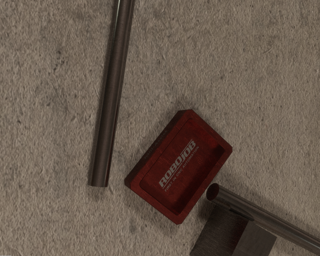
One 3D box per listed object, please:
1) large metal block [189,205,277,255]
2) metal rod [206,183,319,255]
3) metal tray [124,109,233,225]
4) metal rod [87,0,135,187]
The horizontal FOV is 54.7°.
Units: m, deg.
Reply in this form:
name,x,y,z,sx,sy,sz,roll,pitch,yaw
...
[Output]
name,x,y,z,sx,sy,sz,roll,pitch,yaw
large metal block,0.096,0.160,0.417,0.050,0.080,0.080,34,79,-17
metal rod,0.191,0.155,0.470,0.301,0.025,0.025,30,80,-22
metal tray,0.027,0.050,0.417,0.090,0.030,0.130,42,77,-16
metal rod,-0.056,-0.077,0.388,0.025,0.025,0.298,9,87,-20
